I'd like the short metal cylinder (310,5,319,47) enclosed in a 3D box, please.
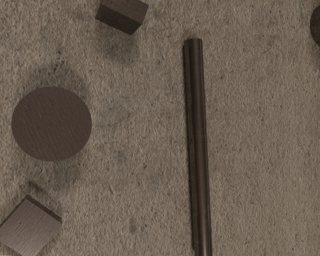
[{"bbox_3d":[0.297,-0.173,0.508,0.081,0.050,0.079,0,90,-21],"label":"short metal cylinder"}]

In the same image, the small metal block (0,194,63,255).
[{"bbox_3d":[-0.150,0.113,0.354,0.050,0.025,0.050,42,76,-16],"label":"small metal block"}]

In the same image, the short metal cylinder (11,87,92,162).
[{"bbox_3d":[-0.122,-0.004,0.351,0.081,0.050,0.079,0,90,-21],"label":"short metal cylinder"}]

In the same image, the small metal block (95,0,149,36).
[{"bbox_3d":[-0.048,-0.142,0.379,0.050,0.050,0.025,20,83,-19],"label":"small metal block"}]

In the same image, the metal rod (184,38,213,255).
[{"bbox_3d":[0.053,0.028,0.430,0.025,0.025,0.298,-3,91,-20],"label":"metal rod"}]
